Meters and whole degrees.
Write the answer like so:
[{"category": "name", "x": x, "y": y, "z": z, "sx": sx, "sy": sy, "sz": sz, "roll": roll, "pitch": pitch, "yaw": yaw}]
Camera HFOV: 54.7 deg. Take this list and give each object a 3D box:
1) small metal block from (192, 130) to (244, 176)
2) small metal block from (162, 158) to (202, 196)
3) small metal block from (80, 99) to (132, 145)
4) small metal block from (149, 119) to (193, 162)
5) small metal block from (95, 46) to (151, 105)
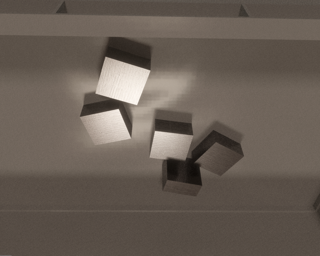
[{"category": "small metal block", "x": 0.082, "y": 0.037, "z": 0.442, "sx": 0.050, "sy": 0.025, "sz": 0.050, "roll": 26, "pitch": 125, "yaw": -21}, {"category": "small metal block", "x": 0.031, "y": 0.068, "z": 0.452, "sx": 0.050, "sy": 0.050, "sz": 0.025, "roll": 11, "pitch": 129, "yaw": -10}, {"category": "small metal block", "x": -0.068, "y": -0.008, "z": 0.401, "sx": 0.050, "sy": 0.025, "sz": 0.050, "roll": -11, "pitch": 130, "yaw": 8}, {"category": "small metal block", "x": 0.014, "y": 0.017, "z": 0.424, "sx": 0.050, "sy": 0.025, "sz": 0.050, "roll": 7, "pitch": 130, "yaw": -7}, {"category": "small metal block", "x": -0.043, "y": -0.059, "z": 0.358, "sx": 0.050, "sy": 0.025, "sz": 0.050, "roll": 15, "pitch": 129, "yaw": -13}]
